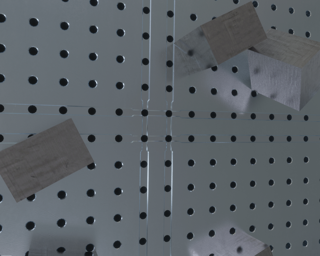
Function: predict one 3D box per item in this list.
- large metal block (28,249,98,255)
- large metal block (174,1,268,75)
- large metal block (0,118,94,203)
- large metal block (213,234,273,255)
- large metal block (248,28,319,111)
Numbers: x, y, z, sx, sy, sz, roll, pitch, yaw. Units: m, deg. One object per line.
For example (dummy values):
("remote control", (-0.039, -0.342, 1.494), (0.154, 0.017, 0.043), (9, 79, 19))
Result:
("large metal block", (-0.117, 0.191, 0.356), (0.081, 0.050, 0.080), (11, 86, -20))
("large metal block", (0.077, -0.116, 0.411), (0.080, 0.080, 0.050), (-30, 100, -17))
("large metal block", (-0.125, 0.030, 0.337), (0.080, 0.080, 0.050), (-28, 100, -18))
("large metal block", (0.122, 0.215, 0.444), (0.081, 0.050, 0.080), (-23, 98, -19))
("large metal block", (0.173, -0.081, 0.430), (0.050, 0.080, 0.080), (-43, 140, -15))
